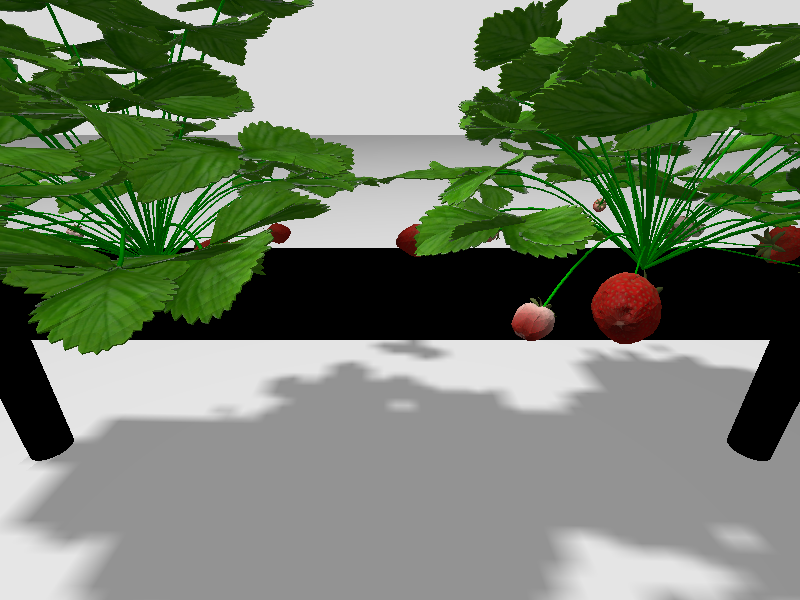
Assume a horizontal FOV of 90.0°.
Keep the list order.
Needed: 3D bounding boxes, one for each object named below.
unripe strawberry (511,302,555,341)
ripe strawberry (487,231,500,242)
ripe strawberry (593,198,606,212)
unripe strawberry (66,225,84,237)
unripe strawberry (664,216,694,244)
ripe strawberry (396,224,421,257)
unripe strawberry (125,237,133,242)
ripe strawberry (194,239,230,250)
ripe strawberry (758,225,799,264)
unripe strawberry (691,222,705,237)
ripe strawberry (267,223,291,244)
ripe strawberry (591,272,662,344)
[{"bbox_3d":[0.081,0.014,0.247,0.026,0.023,0.023,24,60,42],"label":"unripe strawberry"},{"bbox_3d":[0.095,-0.084,0.455,0.035,0.035,0.033,17,29,34],"label":"ripe strawberry"},{"bbox_3d":[0.296,-0.140,0.594,0.017,0.020,0.019,7,2,14],"label":"ripe strawberry"},{"bbox_3d":[-0.367,-0.075,0.452,0.017,0.018,0.016,-18,9,39],"label":"unripe strawberry"},{"bbox_3d":[0.312,-0.079,0.449,0.029,0.031,0.032,21,31,39],"label":"unripe strawberry"},{"bbox_3d":[0.013,-0.060,0.402,0.035,0.034,0.032,2,24,11],"label":"ripe strawberry"},{"bbox_3d":[-0.306,-0.070,0.450,0.011,0.010,0.011,-21,-21,-38],"label":"unripe strawberry"},{"bbox_3d":[-0.142,-0.027,0.321,0.043,0.043,0.040,14,28,27],"label":"ripe strawberry"},{"bbox_3d":[0.364,-0.052,0.377,0.036,0.037,0.033,-2,24,-6],"label":"ripe strawberry"},{"bbox_3d":[0.348,-0.082,0.472,0.017,0.018,0.018,24,-17,42],"label":"unripe strawberry"},{"bbox_3d":[-0.134,-0.074,0.443,0.026,0.022,0.026,-20,31,-39],"label":"ripe strawberry"},{"bbox_3d":[0.135,0.006,0.240,0.038,0.043,0.041,15,29,31],"label":"ripe strawberry"}]
